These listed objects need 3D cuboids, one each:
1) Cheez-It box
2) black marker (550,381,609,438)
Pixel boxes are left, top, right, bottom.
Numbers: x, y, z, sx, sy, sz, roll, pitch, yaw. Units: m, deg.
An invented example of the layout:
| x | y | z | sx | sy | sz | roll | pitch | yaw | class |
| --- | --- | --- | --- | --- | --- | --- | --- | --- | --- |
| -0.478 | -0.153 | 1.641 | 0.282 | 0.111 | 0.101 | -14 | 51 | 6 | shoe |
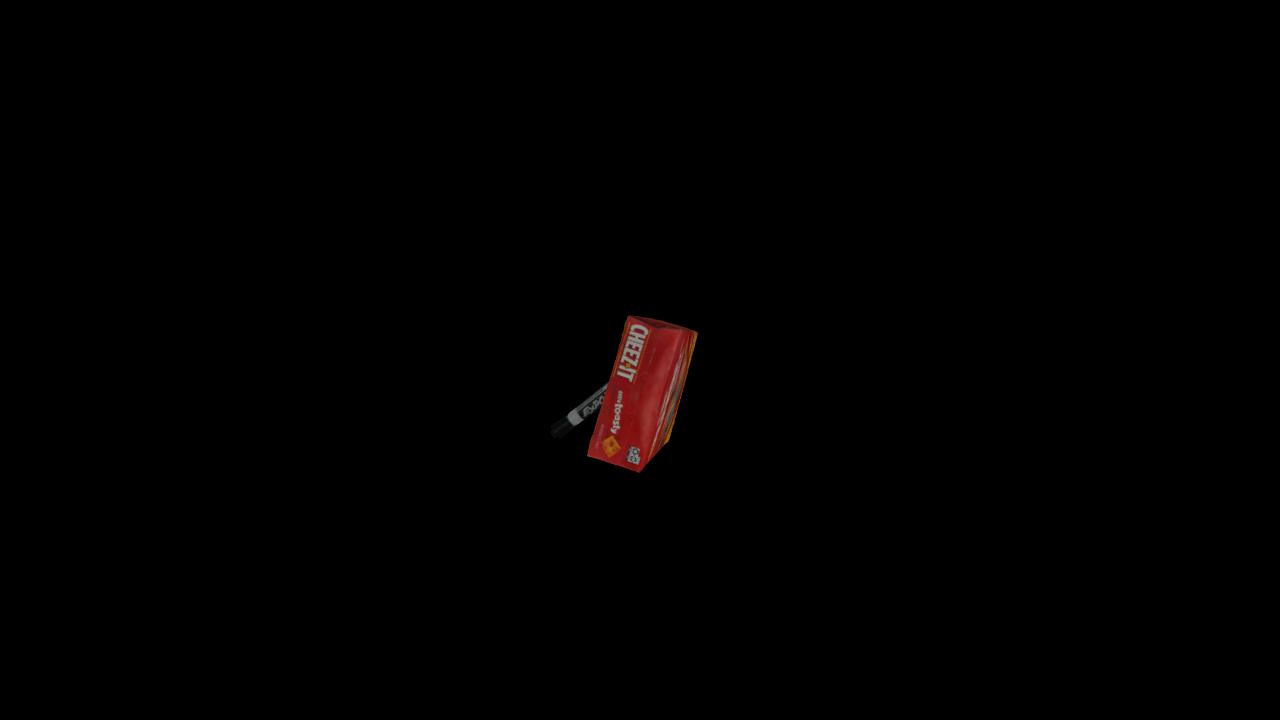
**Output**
| x | y | z | sx | sy | sz | roll | pitch | yaw | class |
| --- | --- | --- | --- | --- | --- | --- | --- | --- | --- |
| 0.012 | 0.034 | 0.766 | 0.071 | 0.166 | 0.223 | 16 | 5 | 9 | Cheez-It box |
| -0.055 | 0.051 | 0.708 | 0.121 | 0.020 | 0.020 | -38 | -6 | 8 | black marker |
